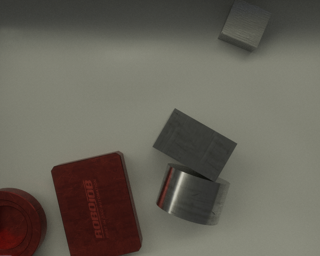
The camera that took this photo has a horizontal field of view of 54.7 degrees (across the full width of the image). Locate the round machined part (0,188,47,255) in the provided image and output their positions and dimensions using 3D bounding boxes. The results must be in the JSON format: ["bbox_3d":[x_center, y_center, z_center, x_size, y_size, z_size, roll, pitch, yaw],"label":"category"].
[{"bbox_3d":[-0.195,0.126,0.400,0.099,0.042,0.097,0,90,-1],"label":"round machined part"}]

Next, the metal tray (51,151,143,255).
[{"bbox_3d":[-0.081,0.103,0.408,0.091,0.030,0.129,-13,90,-1],"label":"metal tray"}]

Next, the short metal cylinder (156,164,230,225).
[{"bbox_3d":[0.041,0.080,0.385,0.080,0.080,0.050,17,90,-1],"label":"short metal cylinder"}]

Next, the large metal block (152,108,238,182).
[{"bbox_3d":[0.039,0.019,0.384,0.080,0.080,0.050,30,90,-1],"label":"large metal block"}]

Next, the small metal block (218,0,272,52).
[{"bbox_3d":[0.112,-0.136,0.413,0.050,0.025,0.050,22,90,-1],"label":"small metal block"}]
